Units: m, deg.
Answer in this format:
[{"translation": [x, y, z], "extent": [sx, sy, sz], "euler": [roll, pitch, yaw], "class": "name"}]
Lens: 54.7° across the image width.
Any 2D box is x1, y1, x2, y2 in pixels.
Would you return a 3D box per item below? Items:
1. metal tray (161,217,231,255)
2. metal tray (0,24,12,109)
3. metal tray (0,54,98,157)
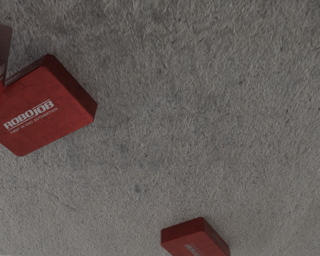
[{"translation": [0.071, 0.228, 0.599], "extent": [0.090, 0.030, 0.130], "euler": [-25, 126, 19], "class": "metal tray"}, {"translation": [-0.160, -0.050, 0.274], "extent": [0.030, 0.130, 0.089], "euler": [10, 103, -22], "class": "metal tray"}, {"translation": [-0.156, -0.023, 0.383], "extent": [0.130, 0.030, 0.090], "euler": [-24, 126, 19], "class": "metal tray"}]
